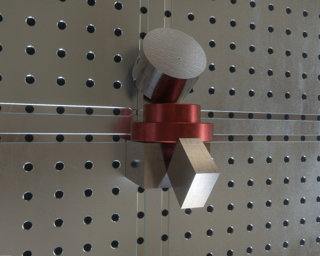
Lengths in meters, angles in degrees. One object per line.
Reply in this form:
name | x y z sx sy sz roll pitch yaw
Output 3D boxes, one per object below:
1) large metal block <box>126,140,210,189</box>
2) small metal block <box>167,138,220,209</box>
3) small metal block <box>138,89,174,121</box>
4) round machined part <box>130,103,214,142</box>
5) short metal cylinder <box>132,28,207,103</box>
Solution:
large metal block | 0.007 0.041 0.386 0.081 0.080 0.050 1 90 -20
small metal block | 0.032 0.045 0.315 0.025 0.050 0.050 1 128 -21
small metal block | -0.002 -0.031 0.412 0.050 0.025 0.050 1 90 -21
round machined part | 0.014 -0.006 0.369 0.099 0.098 0.042 1 90 -20
short metal cylinder | 0.011 -0.077 0.386 0.081 0.050 0.080 10 57 -15
